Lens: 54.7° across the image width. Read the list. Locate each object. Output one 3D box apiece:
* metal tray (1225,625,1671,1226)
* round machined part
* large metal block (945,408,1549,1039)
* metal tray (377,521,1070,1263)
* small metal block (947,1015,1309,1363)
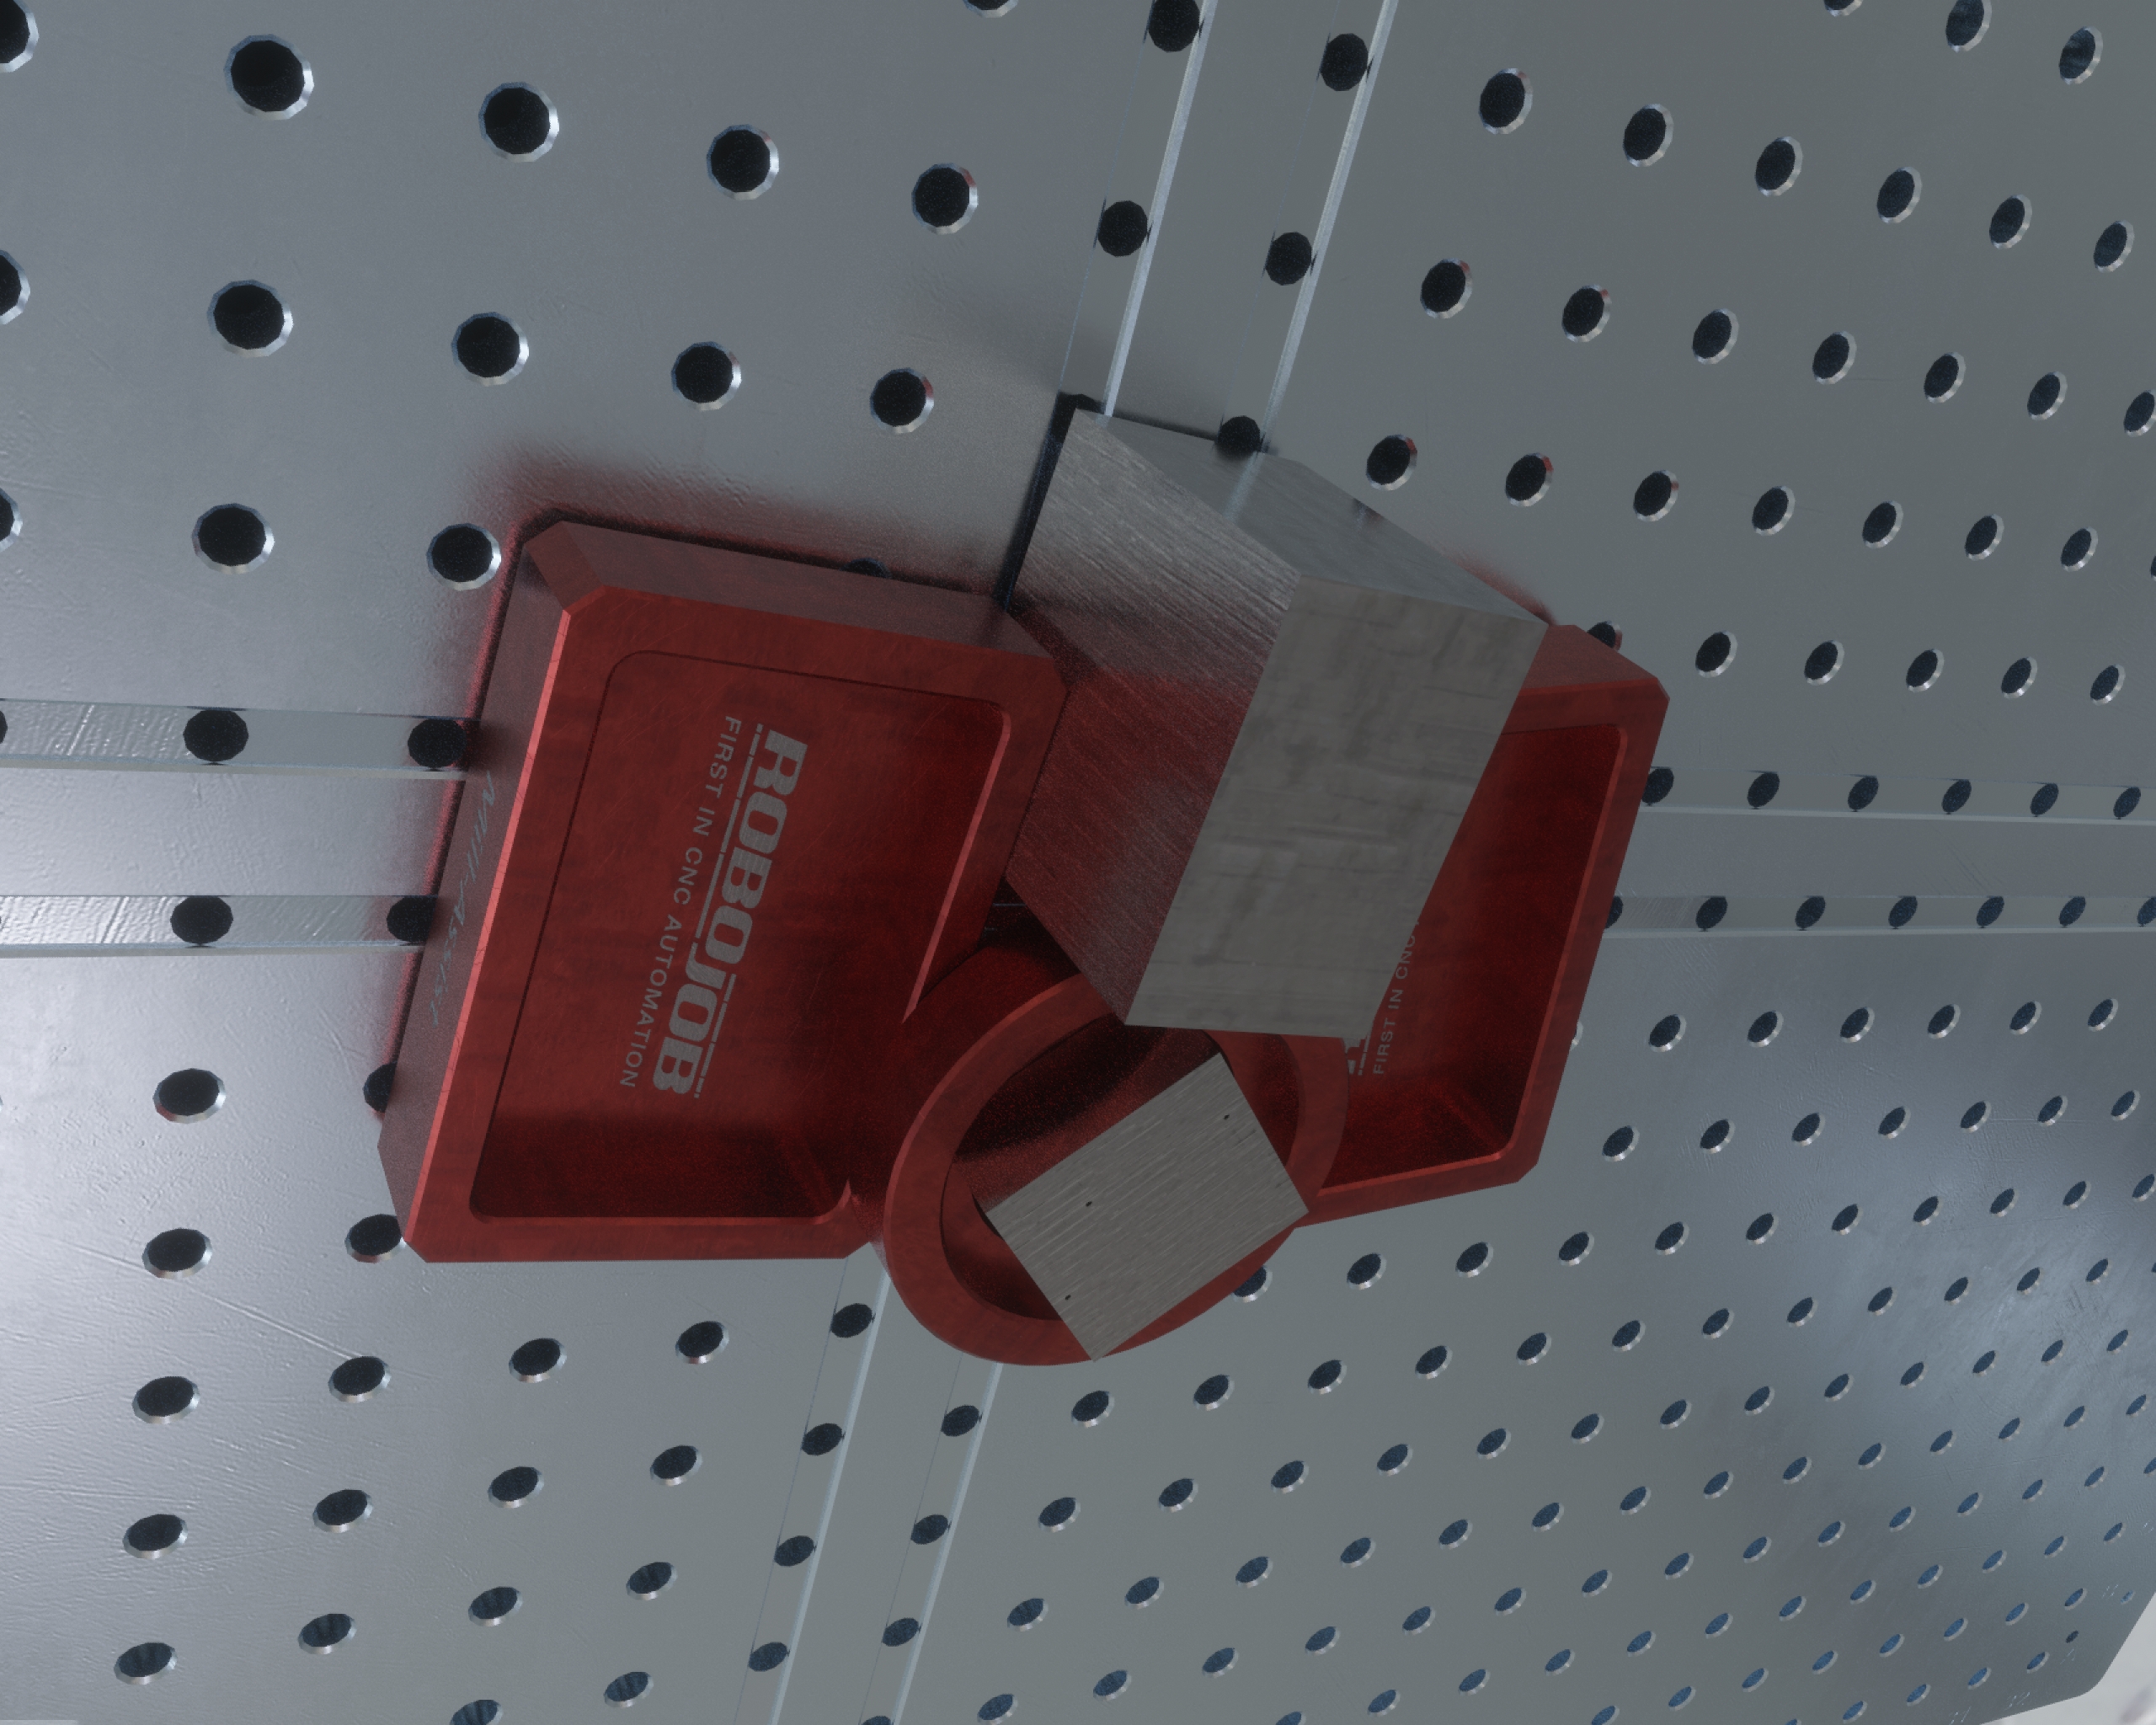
[{"bbox_3d":[0.068,0.016,0.450,0.091,0.030,0.129,-6,121,-25],"label":"metal tray"},{"bbox_3d":[0.001,0.048,0.414,0.099,0.042,0.097,-14,124,-21],"label":"round machined part"},{"bbox_3d":[0.025,-0.025,0.369,0.050,0.080,0.079,6,115,-31],"label":"large metal block"},{"bbox_3d":[-0.065,0.011,0.374,0.091,0.030,0.129,6,115,-31],"label":"metal tray"},{"bbox_3d":[0.009,0.058,0.393,0.050,0.025,0.050,-34,129,-6],"label":"small metal block"}]
